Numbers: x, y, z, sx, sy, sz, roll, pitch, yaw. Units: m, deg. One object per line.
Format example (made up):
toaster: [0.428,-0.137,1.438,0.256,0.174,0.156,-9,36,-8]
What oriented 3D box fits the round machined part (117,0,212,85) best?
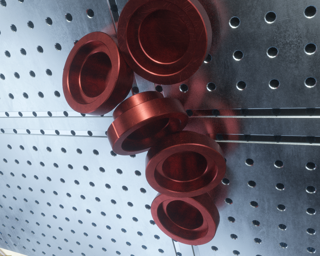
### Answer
round machined part: [0.008,-0.099,0.331,0.098,0.042,0.097,11,122,18]

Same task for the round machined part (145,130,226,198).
round machined part: [0.031,0.041,0.392,0.099,0.042,0.097,-2,130,-2]

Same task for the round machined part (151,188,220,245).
round machined part: [0.039,0.120,0.453,0.098,0.042,0.097,13,124,20]

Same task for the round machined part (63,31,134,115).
round machined part: [-0.071,-0.063,0.377,0.098,0.042,0.097,-6,80,35]

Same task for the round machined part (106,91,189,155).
round machined part: [-0.018,-0.009,0.377,0.098,0.099,0.042,-44,62,39]
